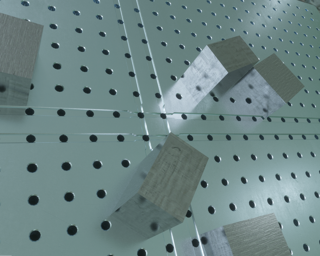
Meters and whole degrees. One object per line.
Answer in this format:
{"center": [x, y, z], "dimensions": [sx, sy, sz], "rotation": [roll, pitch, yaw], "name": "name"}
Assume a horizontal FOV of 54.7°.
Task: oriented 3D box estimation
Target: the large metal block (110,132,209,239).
{"center": [-0.001, 0.064, 0.335], "dimensions": [0.050, 0.080, 0.080], "rotation": [35, 51, -6], "name": "large metal block"}

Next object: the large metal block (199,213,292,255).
{"center": [0.103, 0.151, 0.358], "dimensions": [0.081, 0.050, 0.080], "rotation": [-3, 63, -30], "name": "large metal block"}

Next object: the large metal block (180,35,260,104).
{"center": [0.091, -0.090, 0.479], "dimensions": [0.081, 0.080, 0.050], "rotation": [-26, 76, -37], "name": "large metal block"}

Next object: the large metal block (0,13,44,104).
{"center": [-0.181, -0.081, 0.344], "dimensions": [0.081, 0.050, 0.080], "rotation": [12, 57, -22], "name": "large metal block"}

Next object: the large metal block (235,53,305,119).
{"center": [0.193, -0.075, 0.545], "dimensions": [0.081, 0.050, 0.080], "rotation": [-33, 81, -38], "name": "large metal block"}
